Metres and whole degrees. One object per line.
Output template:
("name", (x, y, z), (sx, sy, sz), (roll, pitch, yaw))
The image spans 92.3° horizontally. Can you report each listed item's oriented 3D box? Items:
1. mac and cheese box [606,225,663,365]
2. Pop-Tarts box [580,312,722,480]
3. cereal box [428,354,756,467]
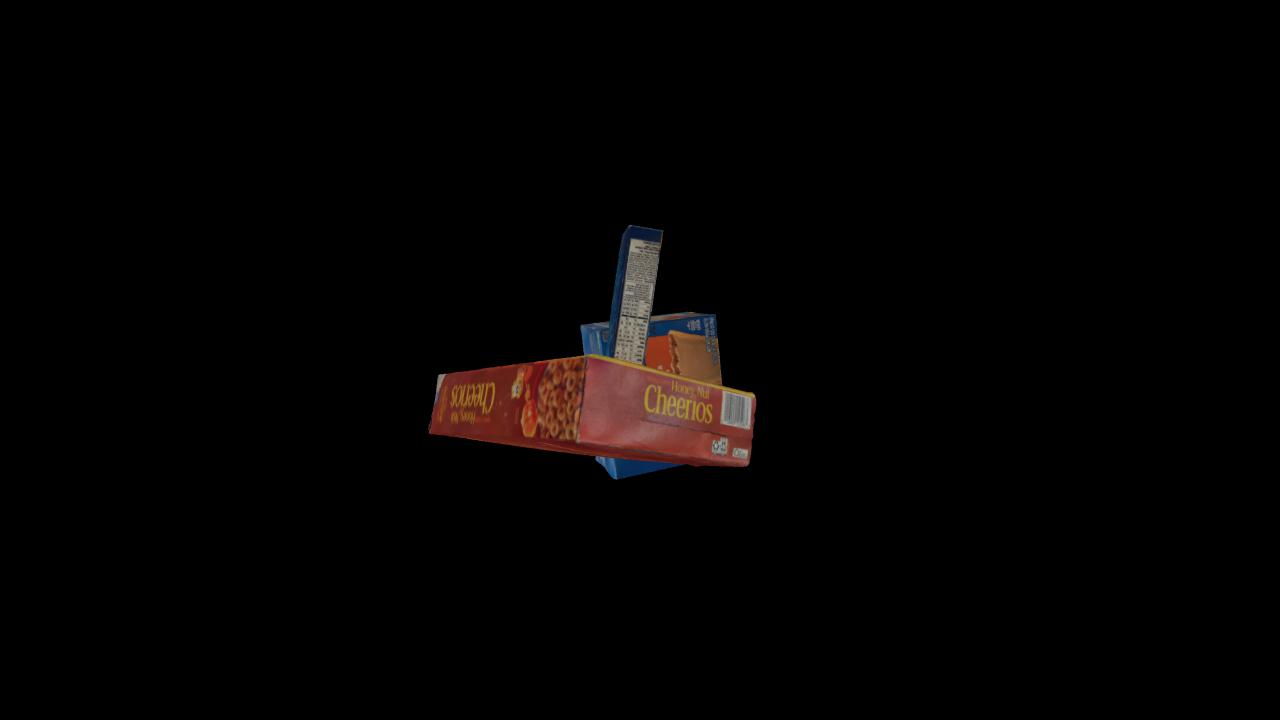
("mac and cheese box", (-0.011, -0.042, 0.645), (0.041, 0.184, 0.093), (7, 4, -7))
("Pop-Tarts box", (0.016, 0.035, 0.712), (0.141, 0.167, 0.083), (-8, 8, -19))
("cereal box", (-0.063, 0.056, 0.637), (0.203, 0.081, 0.306), (14, -12, -37))
